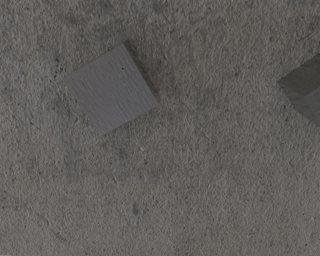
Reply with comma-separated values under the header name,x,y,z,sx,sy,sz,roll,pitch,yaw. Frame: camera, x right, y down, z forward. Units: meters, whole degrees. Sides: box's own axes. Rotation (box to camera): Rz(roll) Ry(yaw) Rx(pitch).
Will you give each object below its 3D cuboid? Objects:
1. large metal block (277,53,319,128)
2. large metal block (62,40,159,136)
name,x,y,z,sx,sy,sz,roll,pitch,yaw
large metal block,0.199,-0.051,0.363,0.080,0.080,0.050,-35,107,12
large metal block,-0.056,-0.050,0.377,0.080,0.050,0.080,-28,108,9
